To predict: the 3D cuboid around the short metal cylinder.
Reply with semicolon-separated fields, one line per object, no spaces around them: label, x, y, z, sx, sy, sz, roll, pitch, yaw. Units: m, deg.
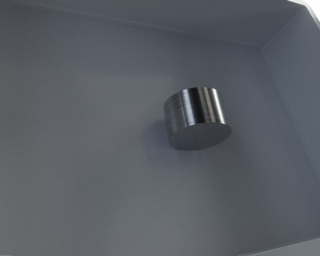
short metal cylinder;0.047;-0.010;0.404;0.081;0.080;0.050;5;60;-26
